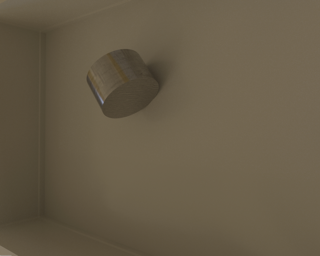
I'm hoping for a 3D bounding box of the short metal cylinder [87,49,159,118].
[{"bbox_3d":[-0.049,-0.057,0.409,0.080,0.081,0.050,-45,63,30],"label":"short metal cylinder"}]
